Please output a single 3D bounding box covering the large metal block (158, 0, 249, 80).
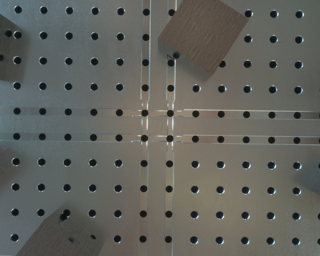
[{"bbox_3d":[0.053,-0.121,0.401,0.080,0.050,0.080,33,90,0],"label":"large metal block"}]

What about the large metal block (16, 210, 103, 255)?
[{"bbox_3d":[-0.134,0.168,0.400,0.080,0.050,0.080,38,90,0],"label":"large metal block"}]

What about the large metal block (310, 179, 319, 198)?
[{"bbox_3d":[0.254,0.092,0.387,0.080,0.080,0.050,39,90,0],"label":"large metal block"}]

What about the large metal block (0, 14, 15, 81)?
[{"bbox_3d":[-0.246,-0.110,0.399,0.080,0.050,0.080,10,90,0],"label":"large metal block"}]

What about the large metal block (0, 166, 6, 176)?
[{"bbox_3d":[-0.258,0.068,0.384,0.080,0.080,0.050,-42,90,0],"label":"large metal block"}]
